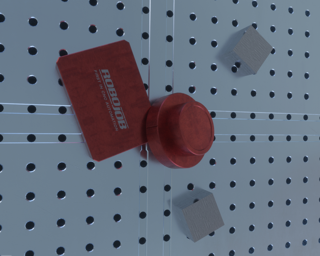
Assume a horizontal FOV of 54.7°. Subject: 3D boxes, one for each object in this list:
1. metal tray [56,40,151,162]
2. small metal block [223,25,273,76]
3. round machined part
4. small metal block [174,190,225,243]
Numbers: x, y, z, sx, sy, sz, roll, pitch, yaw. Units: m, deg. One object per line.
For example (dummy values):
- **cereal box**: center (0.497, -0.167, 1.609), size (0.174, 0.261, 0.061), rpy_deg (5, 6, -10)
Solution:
- **metal tray**: center (-0.063, -0.034, 0.386), size (0.091, 0.030, 0.129), rpy_deg (-21, 97, -19)
- **small metal block**: center (0.132, -0.114, 0.461), size (0.050, 0.025, 0.050), rpy_deg (40, 77, -16)
- **round machined part**: center (0.032, 0.002, 0.395), size (0.099, 0.042, 0.098), rpy_deg (10, 75, -43)
- **small metal block**: center (0.055, 0.122, 0.433), size (0.050, 0.025, 0.050), rpy_deg (-24, 98, -19)
